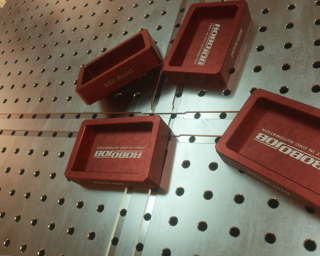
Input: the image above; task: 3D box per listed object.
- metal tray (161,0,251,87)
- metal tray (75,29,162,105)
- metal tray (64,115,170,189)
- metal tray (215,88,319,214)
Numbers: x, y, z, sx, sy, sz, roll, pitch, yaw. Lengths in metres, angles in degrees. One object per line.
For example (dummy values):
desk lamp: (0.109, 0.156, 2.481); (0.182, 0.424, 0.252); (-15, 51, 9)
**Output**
metal tray: (0.067, -0.123, 0.445); (0.090, 0.030, 0.130); (10, 67, 32)
metal tray: (-0.066, -0.096, 0.482); (0.130, 0.030, 0.090); (-28, 33, 10)
metal tray: (-0.058, 0.031, 0.417); (0.130, 0.030, 0.090); (-2, 61, 27)
metal tray: (0.136, 0.020, 0.321); (0.130, 0.030, 0.090); (29, 78, 37)
